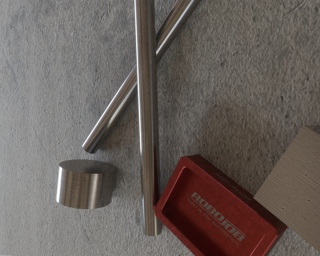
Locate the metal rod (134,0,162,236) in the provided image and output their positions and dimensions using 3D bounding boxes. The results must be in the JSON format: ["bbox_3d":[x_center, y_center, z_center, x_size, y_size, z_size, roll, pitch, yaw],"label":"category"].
[{"bbox_3d":[-0.015,-0.010,0.394,0.025,0.025,0.298,4,99,39],"label":"metal rod"}]

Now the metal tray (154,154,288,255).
[{"bbox_3d":[0.061,0.101,0.350,0.130,0.030,0.089,38,113,33],"label":"metal tray"}]

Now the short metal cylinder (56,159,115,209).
[{"bbox_3d":[-0.109,0.080,0.456,0.080,0.081,0.050,12,98,39],"label":"short metal cylinder"}]

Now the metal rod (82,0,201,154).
[{"bbox_3d":[-0.030,-0.073,0.427,0.298,0.025,0.025,-52,60,27],"label":"metal rod"}]

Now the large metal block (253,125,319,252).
[{"bbox_3d":[0.145,0.052,0.269,0.080,0.050,0.079,40,114,32],"label":"large metal block"}]
